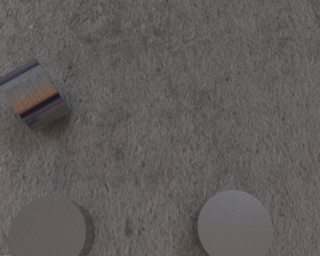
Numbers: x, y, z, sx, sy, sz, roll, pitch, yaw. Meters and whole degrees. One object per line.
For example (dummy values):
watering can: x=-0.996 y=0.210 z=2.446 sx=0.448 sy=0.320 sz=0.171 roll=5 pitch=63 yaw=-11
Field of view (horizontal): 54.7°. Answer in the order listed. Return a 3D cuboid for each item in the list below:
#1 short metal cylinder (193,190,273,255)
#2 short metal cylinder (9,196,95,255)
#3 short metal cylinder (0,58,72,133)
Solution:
short metal cylinder: x=0.081 y=0.115 z=0.354 sx=0.081 sy=0.050 sz=0.080 roll=0 pitch=70 yaw=0
short metal cylinder: x=-0.119 y=0.120 z=0.349 sx=0.081 sy=0.050 sz=0.080 roll=0 pitch=70 yaw=0
short metal cylinder: x=-0.156 y=-0.040 z=0.392 sx=0.050 sy=0.080 sz=0.080 roll=-33 pitch=74 yaw=-11
